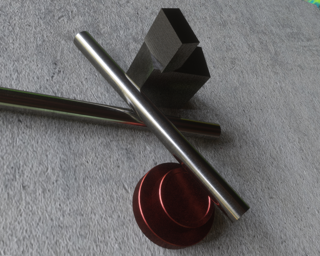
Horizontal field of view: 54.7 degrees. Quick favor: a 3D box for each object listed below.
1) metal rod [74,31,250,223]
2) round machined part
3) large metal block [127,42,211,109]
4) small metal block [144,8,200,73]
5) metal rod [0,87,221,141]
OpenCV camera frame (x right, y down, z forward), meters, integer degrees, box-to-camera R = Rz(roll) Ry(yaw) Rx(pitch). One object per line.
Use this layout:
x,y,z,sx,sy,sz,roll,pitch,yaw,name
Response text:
-0.010,-0.014,0.371,0.025,0.025,0.300,-28,67,-37,metal rod
0.022,0.084,0.355,0.099,0.042,0.098,14,56,-21,round machined part
0.007,-0.070,0.417,0.081,0.080,0.050,3,61,-27,large metal block
0.012,-0.099,0.354,0.025,0.050,0.050,-15,70,-34,small metal block
-0.056,-0.015,0.383,0.302,0.025,0.025,9,58,-24,metal rod
